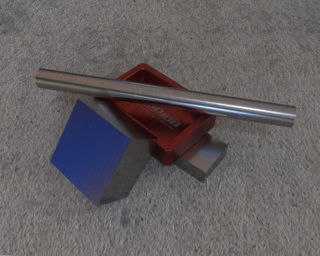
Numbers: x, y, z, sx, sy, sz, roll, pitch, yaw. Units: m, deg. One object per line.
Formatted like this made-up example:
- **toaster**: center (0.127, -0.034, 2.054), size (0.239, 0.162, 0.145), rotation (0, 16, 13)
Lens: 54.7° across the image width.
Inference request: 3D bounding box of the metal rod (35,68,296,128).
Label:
- **metal rod**: center (0.000, -0.037, 0.364), size (0.302, 0.025, 0.025), rotation (9, 51, 7)

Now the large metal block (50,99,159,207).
- **large metal block**: center (-0.062, 0.024, 0.337), size (0.080, 0.080, 0.050), rotation (35, 17, 26)

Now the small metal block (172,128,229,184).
- **small metal block**: center (0.047, 0.031, 0.379), size (0.050, 0.025, 0.050), rotation (31, 56, 23)

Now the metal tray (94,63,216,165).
- **metal tray**: center (-0.007, -0.023, 0.387), size (0.130, 0.030, 0.090), rotation (36, 58, 26)

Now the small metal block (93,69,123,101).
- **small metal block**: center (-0.064, -0.053, 0.448), size (0.050, 0.025, 0.050), rotation (37, 59, 26)
